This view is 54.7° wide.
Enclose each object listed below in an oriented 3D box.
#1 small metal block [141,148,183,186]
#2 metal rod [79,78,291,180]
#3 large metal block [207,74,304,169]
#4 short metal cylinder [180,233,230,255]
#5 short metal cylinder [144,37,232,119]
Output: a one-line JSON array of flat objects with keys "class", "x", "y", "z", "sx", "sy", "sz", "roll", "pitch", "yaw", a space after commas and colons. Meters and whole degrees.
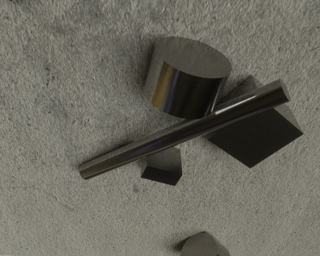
[{"class": "small metal block", "x": 0.002, "y": 0.048, "z": 0.432, "sx": 0.050, "sy": 0.050, "sz": 0.025, "roll": 17, "pitch": 128, "yaw": -14}, {"class": "metal rod", "x": 0.007, "y": 0.014, "z": 0.385, "sx": 0.300, "sy": 0.025, "sz": 0.025, "roll": -24, "pitch": 127, "yaw": 31}, {"class": "large metal block", "x": 0.114, "y": -0.006, "z": 0.388, "sx": 0.080, "sy": 0.050, "sz": 0.080, "roll": 33, "pitch": 123, "yaw": -25}, {"class": "short metal cylinder", "x": 0.086, "y": 0.246, "z": 0.582, "sx": 0.080, "sy": 0.080, "sz": 0.050, "roll": -30, "pitch": 124, "yaw": 22}, {"class": "short metal cylinder", "x": 0.028, "y": -0.054, "z": 0.326, "sx": 0.081, "sy": 0.080, "sz": 0.050, "roll": 11, "pitch": 129, "yaw": -10}]
